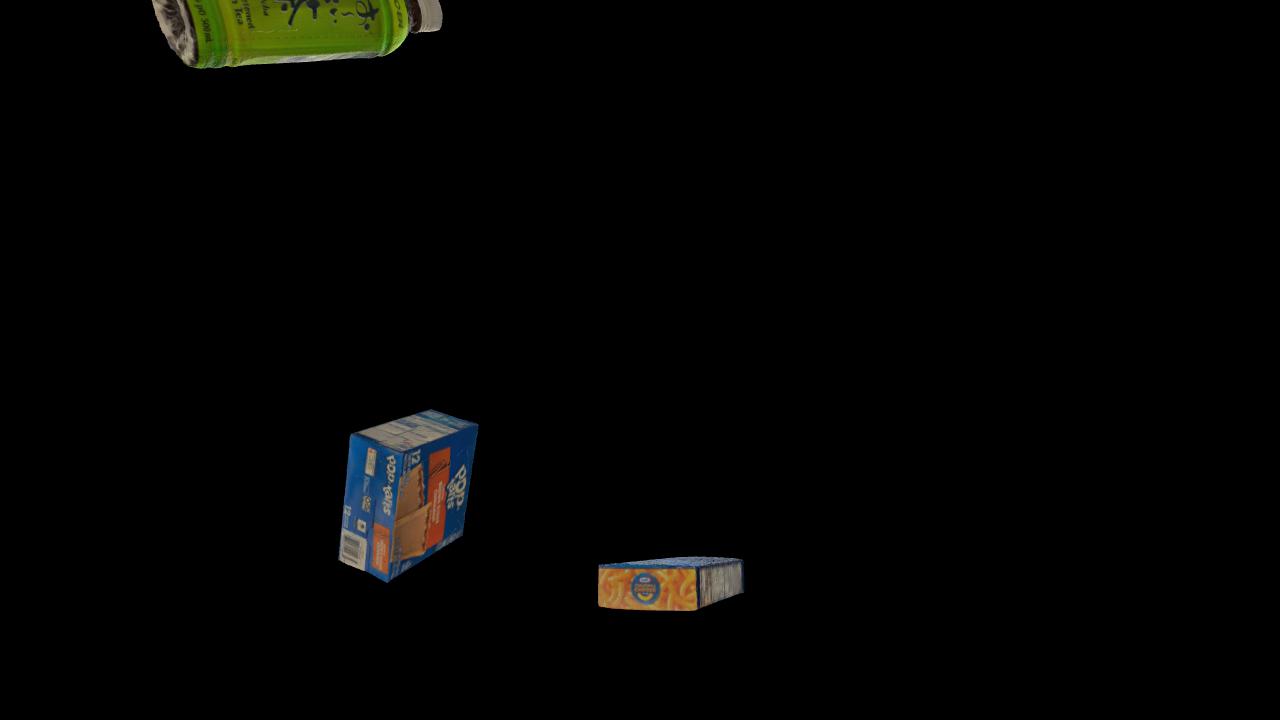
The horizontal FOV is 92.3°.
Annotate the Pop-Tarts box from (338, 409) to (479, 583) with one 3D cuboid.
[{"bbox_3d":[-0.287,0.163,0.773,0.083,0.167,0.141,16,13,19],"label":"Pop-Tarts box"}]

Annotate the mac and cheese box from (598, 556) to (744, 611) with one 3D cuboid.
[{"bbox_3d":[0.038,0.215,0.602,0.093,0.041,0.184,-5,-17,21],"label":"mac and cheese box"}]

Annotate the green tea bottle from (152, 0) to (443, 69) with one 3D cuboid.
[{"bbox_3d":[-0.258,-0.277,0.493,0.073,0.073,0.212,0,22,42],"label":"green tea bottle"}]
